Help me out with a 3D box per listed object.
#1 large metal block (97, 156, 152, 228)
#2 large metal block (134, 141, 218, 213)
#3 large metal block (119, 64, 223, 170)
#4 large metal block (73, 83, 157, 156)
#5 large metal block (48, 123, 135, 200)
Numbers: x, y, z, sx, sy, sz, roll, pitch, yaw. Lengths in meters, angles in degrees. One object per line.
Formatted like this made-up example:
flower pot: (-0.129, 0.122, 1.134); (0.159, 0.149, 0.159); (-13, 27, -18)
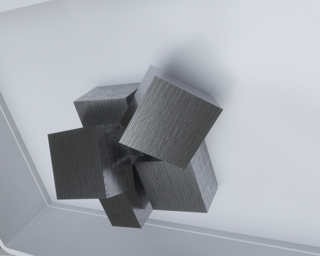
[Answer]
large metal block: (-0.043, 0.083, 0.443); (0.050, 0.080, 0.080); (-7, 115, 31)
large metal block: (0.023, 0.064, 0.414); (0.080, 0.050, 0.080); (-5, 116, 30)
large metal block: (0.009, -0.012, 0.344); (0.080, 0.050, 0.080); (24, 109, -17)
large metal block: (-0.055, -0.011, 0.412); (0.080, 0.050, 0.080); (-1, 118, 28)
large metal block: (-0.083, 0.040, 0.373); (0.080, 0.050, 0.080); (-10, 88, 32)
